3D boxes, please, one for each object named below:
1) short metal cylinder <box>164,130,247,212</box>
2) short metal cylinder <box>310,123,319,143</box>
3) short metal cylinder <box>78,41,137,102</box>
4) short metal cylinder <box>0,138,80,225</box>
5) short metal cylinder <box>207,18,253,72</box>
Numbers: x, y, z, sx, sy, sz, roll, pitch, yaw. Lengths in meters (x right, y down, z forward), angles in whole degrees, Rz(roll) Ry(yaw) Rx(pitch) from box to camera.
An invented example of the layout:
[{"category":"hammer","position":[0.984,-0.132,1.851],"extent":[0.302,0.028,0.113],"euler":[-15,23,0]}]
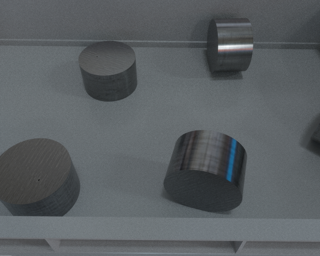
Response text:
[{"category":"short metal cylinder","position":[0.049,0.047,0.330],"extent":[0.080,0.080,0.050],"euler":[12,51,9]},{"category":"short metal cylinder","position":[0.230,-0.008,0.379],"extent":[0.050,0.080,0.080],"euler":[33,57,24]},{"category":"short metal cylinder","position":[-0.075,-0.085,0.459],"extent":[0.081,0.050,0.080],"euler":[0,50,0]},{"category":"short metal cylinder","position":[-0.133,0.058,0.339],"extent":[0.081,0.050,0.080],"euler":[0,50,0]},{"category":"short metal cylinder","position":[0.105,-0.127,0.477],"extent":[0.050,0.080,0.080],"euler":[-3,50,-3]}]
